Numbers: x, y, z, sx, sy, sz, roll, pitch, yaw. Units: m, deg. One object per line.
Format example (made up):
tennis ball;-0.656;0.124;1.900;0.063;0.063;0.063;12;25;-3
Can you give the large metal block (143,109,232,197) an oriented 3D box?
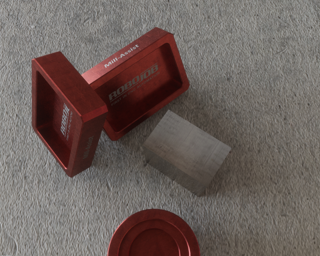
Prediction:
large metal block;0.029;0.033;0.367;0.080;0.080;0.050;32;73;11

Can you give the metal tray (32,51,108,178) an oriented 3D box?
metal tray;-0.109;-0.010;0.354;0.030;0.129;0.090;-31;72;-36

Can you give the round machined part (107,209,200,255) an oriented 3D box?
round machined part;-0.007;0.143;0.347;0.099;0.042;0.098;0;70;0

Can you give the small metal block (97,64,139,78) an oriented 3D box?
small metal block;-0.054;-0.071;0.420;0.050;0.050;0.025;-32;73;-11

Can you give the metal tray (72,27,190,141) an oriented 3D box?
metal tray;-0.031;-0.054;0.391;0.131;0.090;0.030;-37;44;-12
